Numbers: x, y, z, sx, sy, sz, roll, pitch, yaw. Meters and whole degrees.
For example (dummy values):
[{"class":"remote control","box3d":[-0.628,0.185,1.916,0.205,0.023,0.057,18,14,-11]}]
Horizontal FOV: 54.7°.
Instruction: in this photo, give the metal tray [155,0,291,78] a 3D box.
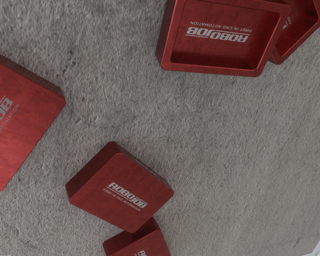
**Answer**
[{"class":"metal tray","box3d":[0.068,-0.107,0.349,0.131,0.030,0.089,1,130,-18]}]

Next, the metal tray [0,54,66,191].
[{"class":"metal tray","box3d":[-0.169,-0.003,0.309,0.090,0.030,0.130,32,101,-38]}]

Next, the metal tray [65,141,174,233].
[{"class":"metal tray","box3d":[-0.051,0.087,0.429,0.090,0.030,0.130,-45,129,3]}]

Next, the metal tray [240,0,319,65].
[{"class":"metal tray","box3d":[0.149,-0.155,0.389,0.090,0.030,0.130,-45,129,3]}]

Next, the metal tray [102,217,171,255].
[{"class":"metal tray","box3d":[-0.031,0.217,0.521,0.091,0.030,0.129,-26,128,-13]}]
